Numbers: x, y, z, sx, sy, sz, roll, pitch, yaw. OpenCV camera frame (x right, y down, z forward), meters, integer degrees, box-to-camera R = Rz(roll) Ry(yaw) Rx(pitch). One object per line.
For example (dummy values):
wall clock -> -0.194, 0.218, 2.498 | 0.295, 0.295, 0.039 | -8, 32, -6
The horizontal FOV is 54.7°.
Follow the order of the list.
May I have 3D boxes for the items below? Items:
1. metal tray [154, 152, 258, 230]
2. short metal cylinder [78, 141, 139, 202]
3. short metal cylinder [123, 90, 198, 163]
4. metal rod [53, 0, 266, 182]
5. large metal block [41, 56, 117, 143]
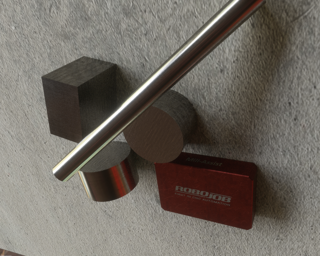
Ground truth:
metal tray -> 0.062, 0.082, 0.422 | 0.130, 0.030, 0.089 | 7, 122, 24
short metal cylinder -> -0.075, 0.061, 0.449 | 0.080, 0.080, 0.050 | 1, 119, 28
short metal cylinder -> 0.001, -0.003, 0.388 | 0.080, 0.050, 0.079 | 13, 124, 21
metal rod -> -0.017, -0.034, 0.337 | 0.299, 0.025, 0.025 | -40, 96, 21
large metal block -> -0.099, -0.038, 0.400 | 0.050, 0.080, 0.079 | 17, 125, 18
